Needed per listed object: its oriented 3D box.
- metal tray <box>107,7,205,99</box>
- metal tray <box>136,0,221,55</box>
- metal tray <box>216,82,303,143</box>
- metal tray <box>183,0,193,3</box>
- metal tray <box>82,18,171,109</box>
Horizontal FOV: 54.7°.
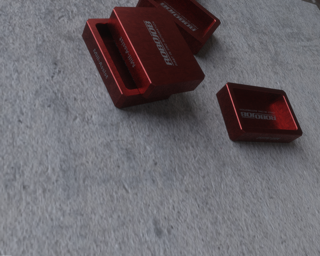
[{"bbox_3d":[-0.006,-0.107,0.425,0.091,0.030,0.130,-14,69,-34],"label":"metal tray"},{"bbox_3d":[0.035,-0.197,0.541,0.130,0.030,0.090,37,51,-4],"label":"metal tray"},{"bbox_3d":[0.162,-0.023,0.504,0.131,0.030,0.090,3,60,-27],"label":"metal tray"},{"bbox_3d":[0.030,-0.313,0.609,0.091,0.030,0.130,17,55,-19],"label":"metal tray"},{"bbox_3d":[-0.043,-0.096,0.437,0.091,0.030,0.130,-15,70,-34],"label":"metal tray"}]
